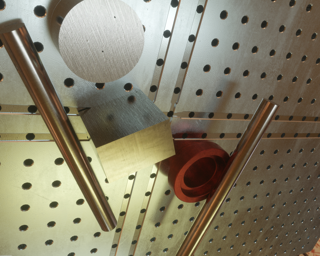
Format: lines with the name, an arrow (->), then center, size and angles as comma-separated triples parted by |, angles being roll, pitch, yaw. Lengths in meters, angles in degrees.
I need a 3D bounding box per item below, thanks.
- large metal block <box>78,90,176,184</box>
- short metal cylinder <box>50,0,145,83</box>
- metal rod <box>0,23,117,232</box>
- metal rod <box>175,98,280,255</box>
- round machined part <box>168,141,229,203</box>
large metal block -> -0.039, 0.006, 0.358 | 0.081, 0.080, 0.050 | -22, 127, -15
short metal cylinder -> -0.062, -0.091, 0.305 | 0.081, 0.050, 0.079 | -14, 124, -21
metal rod -> -0.105, 0.026, 0.369 | 0.025, 0.025, 0.298 | -25, 128, -13
metal rod -> 0.092, 0.094, 0.464 | 0.025, 0.025, 0.298 | 12, 113, -33
round machined part -> 0.056, 0.062, 0.468 | 0.099, 0.042, 0.097 | -14, 124, -21
